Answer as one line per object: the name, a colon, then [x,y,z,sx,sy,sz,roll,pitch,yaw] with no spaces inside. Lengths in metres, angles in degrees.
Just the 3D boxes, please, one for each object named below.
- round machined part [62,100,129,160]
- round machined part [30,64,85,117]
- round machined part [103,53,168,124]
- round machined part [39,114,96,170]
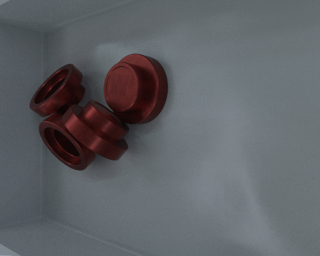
round machined part: [-0.082,-0.002,0.431,0.042,0.098,0.098,-50,59,6]
round machined part: [-0.163,-0.056,0.510,0.098,0.042,0.098,-27,38,24]
round machined part: [-0.040,-0.054,0.429,0.098,0.042,0.097,0,90,40]
round machined part: [-0.140,0.017,0.492,0.098,0.042,0.097,23,139,23]
